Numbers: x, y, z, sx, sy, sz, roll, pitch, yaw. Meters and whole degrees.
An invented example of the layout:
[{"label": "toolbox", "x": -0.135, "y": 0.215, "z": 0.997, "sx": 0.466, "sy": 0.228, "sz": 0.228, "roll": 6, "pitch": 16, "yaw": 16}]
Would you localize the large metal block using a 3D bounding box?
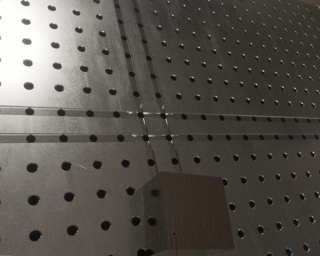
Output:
[{"label": "large metal block", "x": 0.029, "y": 0.099, "z": 0.349, "sx": 0.081, "sy": 0.050, "sz": 0.080, "roll": 10, "pitch": 58, "yaw": -24}]
